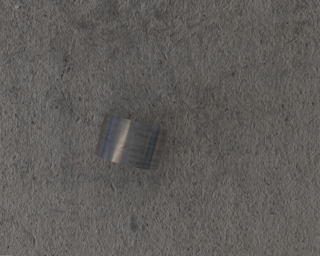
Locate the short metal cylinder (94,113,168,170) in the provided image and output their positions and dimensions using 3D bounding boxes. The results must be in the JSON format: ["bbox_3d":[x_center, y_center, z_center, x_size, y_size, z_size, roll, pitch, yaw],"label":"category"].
[{"bbox_3d":[-0.035,0.016,0.382,0.080,0.080,0.050,15,90,0],"label":"short metal cylinder"}]
